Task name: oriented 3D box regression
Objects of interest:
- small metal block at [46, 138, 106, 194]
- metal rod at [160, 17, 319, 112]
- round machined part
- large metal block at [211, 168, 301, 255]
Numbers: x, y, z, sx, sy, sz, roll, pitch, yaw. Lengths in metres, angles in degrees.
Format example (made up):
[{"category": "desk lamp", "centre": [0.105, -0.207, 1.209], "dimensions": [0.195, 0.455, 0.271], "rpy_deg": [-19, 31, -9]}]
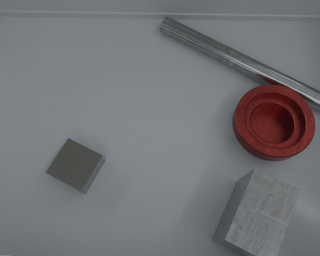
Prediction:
[{"category": "small metal block", "centre": [-0.105, 0.048, 0.391], "dimensions": [0.050, 0.025, 0.050], "rpy_deg": [26, 72, 8]}, {"category": "metal rod", "centre": [0.136, -0.083, 0.441], "dimensions": [0.301, 0.025, 0.025], "rpy_deg": [29, 73, 10]}, {"category": "round machined part", "centre": [0.143, -0.004, 0.404], "dimensions": [0.099, 0.042, 0.098], "rpy_deg": [0, 70, -1]}, {"category": "large metal block", "centre": [0.103, 0.099, 0.346], "dimensions": [0.050, 0.080, 0.080], "rpy_deg": [26, 72, 9]}]
